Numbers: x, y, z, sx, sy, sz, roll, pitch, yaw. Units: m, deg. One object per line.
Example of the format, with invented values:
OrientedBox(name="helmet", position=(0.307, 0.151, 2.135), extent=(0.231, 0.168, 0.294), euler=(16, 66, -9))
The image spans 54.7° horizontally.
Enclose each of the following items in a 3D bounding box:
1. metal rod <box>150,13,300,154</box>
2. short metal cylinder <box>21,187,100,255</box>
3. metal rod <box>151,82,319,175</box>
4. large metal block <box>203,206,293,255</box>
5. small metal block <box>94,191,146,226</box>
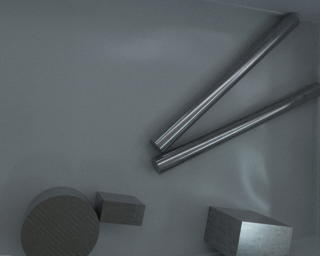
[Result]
OrientedBox(name="metal rod", position=(0.102, -0.073, 0.449), extent=(0.301, 0.025, 0.025), euler=(-42, 104, -15))
OrientedBox(name="short metal cylinder", position=(-0.114, 0.112, 0.356), extent=(0.081, 0.050, 0.079), euler=(0, 90, -21))
OrientedBox(name="metal rod", position=(0.126, -0.006, 0.458), extent=(0.302, 0.025, 0.025), euler=(-24, 98, -19))
OrientedBox(name="large metal block", position=(0.119, 0.146, 0.427), extent=(0.081, 0.080, 0.050), euler=(12, 86, -20))
OrientedBox(name="small metal block", position=(-0.051, 0.098, 0.379), extent=(0.050, 0.050, 0.025), euler=(13, 86, -20))
